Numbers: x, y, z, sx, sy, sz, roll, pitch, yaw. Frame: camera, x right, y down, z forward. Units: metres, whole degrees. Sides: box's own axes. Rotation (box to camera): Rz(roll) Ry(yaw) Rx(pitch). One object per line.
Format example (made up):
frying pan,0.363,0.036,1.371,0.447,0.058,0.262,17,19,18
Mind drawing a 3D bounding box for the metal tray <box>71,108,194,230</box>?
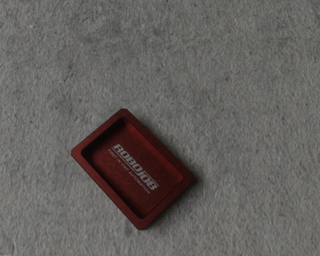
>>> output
metal tray,-0.034,0.049,0.386,0.090,0.030,0.130,-42,76,-14
